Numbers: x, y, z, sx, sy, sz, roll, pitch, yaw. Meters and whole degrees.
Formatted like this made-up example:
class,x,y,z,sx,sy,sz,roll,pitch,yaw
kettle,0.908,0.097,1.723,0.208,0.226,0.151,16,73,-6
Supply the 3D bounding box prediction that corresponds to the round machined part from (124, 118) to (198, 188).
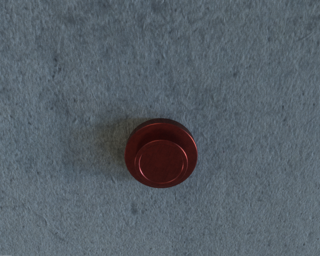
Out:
class,x,y,z,sx,sy,sz,roll,pitch,yaw
round machined part,0.001,0.039,0.415,0.099,0.042,0.097,0,110,-1
